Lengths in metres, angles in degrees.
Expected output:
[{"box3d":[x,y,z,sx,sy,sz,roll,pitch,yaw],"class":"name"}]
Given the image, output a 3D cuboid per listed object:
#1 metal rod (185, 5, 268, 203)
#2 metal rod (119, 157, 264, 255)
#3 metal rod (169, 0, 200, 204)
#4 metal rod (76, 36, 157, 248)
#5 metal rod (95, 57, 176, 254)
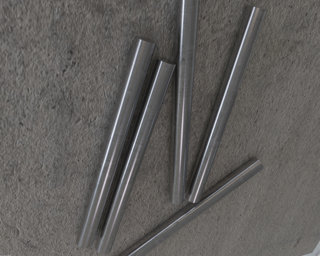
[{"box3d":[0.086,-0.017,0.443,0.025,0.025,0.298,0,119,-28],"class":"metal rod"},{"box3d":[0.048,0.145,0.522,0.301,0.025,0.025,-35,129,-5],"class":"metal rod"},{"box3d":[0.029,-0.016,0.412,0.025,0.025,0.298,-13,124,-21],"class":"metal rod"},{"box3d":[-0.062,0.034,0.393,0.025,0.025,0.298,6,116,-31],"class":"metal rod"},{"box3d":[-0.040,0.052,0.416,0.025,0.025,0.298,6,116,-31],"class":"metal rod"}]
